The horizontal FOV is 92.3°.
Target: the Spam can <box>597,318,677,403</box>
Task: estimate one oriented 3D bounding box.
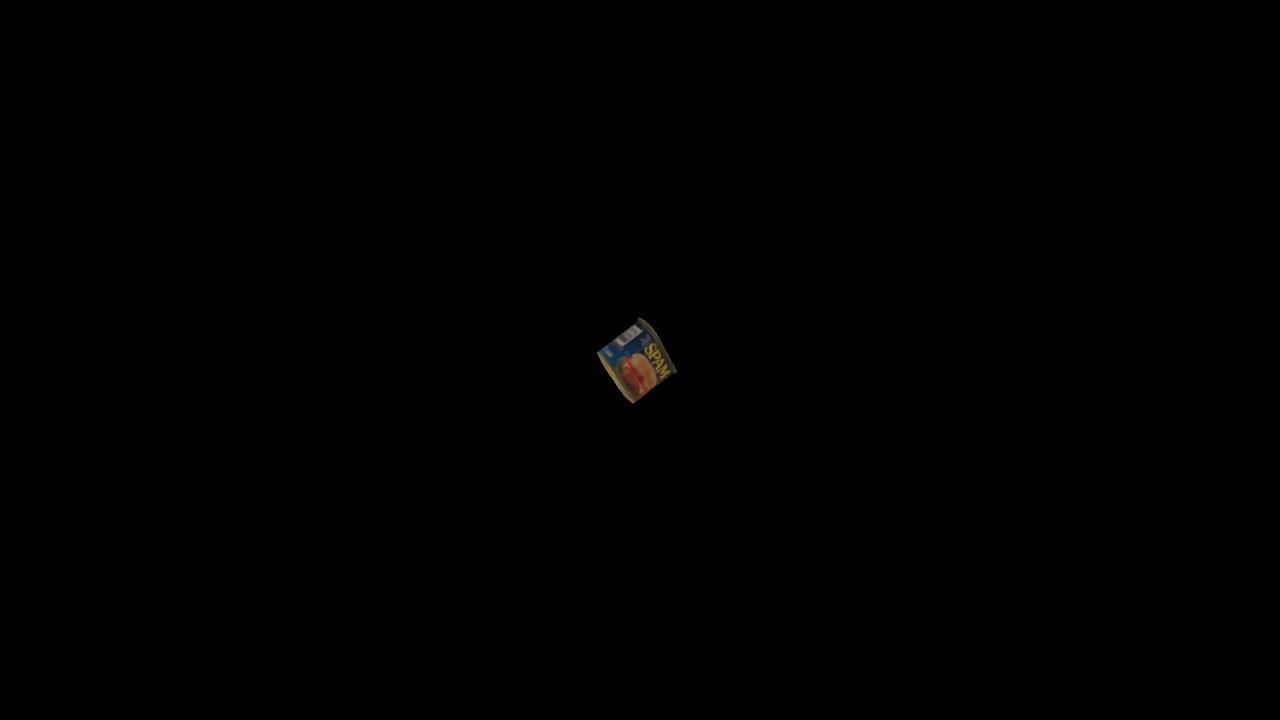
[{"bbox_3d":[-0.005,0.003,0.922,0.085,0.101,0.058,-37,38,-9],"label":"Spam can"}]
